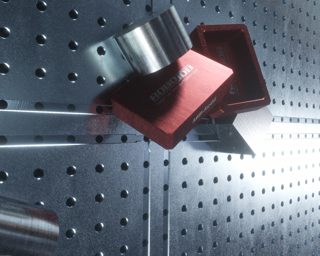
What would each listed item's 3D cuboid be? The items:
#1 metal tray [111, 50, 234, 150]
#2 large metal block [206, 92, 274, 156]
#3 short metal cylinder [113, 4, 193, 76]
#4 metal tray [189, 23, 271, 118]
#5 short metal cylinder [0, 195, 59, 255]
[{"bbox_3d":[0.017,-0.044,0.378,0.131,0.090,0.030,-44,153,-29],"label":"metal tray"},{"bbox_3d":[0.132,-0.012,0.504,0.080,0.050,0.080,46,62,-30],"label":"large metal block"},{"bbox_3d":[-0.008,-0.104,0.366,0.080,0.080,0.050,-45,117,-31],"label":"short metal cylinder"},{"bbox_3d":[0.100,-0.085,0.451,0.091,0.030,0.129,-11,80,-24],"label":"metal tray"},{"bbox_3d":[-0.131,0.102,0.264,0.050,0.080,0.080,30,72,-36],"label":"short metal cylinder"}]
